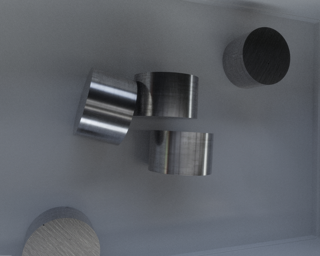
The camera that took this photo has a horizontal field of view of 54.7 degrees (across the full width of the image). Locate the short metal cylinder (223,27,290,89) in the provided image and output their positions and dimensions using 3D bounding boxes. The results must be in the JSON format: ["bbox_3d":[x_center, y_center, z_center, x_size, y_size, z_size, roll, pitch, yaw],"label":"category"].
[{"bbox_3d":[0.139,-0.099,0.450,0.081,0.050,0.079,0,90,-21],"label":"short metal cylinder"}]

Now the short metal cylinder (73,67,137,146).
[{"bbox_3d":[-0.065,-0.024,0.358,0.050,0.080,0.080,15,85,-20],"label":"short metal cylinder"}]

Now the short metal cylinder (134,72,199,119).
[{"bbox_3d":[0.007,-0.038,0.385,0.081,0.080,0.050,2,90,-20],"label":"short metal cylinder"}]

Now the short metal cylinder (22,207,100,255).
[{"bbox_3d":[-0.114,0.136,0.356,0.081,0.050,0.079,0,90,-21],"label":"short metal cylinder"}]

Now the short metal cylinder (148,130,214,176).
[{"bbox_3d":[0.026,0.030,0.392,0.081,0.080,0.050,4,89,-20],"label":"short metal cylinder"}]
